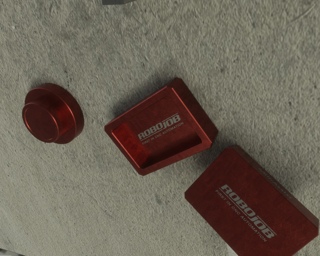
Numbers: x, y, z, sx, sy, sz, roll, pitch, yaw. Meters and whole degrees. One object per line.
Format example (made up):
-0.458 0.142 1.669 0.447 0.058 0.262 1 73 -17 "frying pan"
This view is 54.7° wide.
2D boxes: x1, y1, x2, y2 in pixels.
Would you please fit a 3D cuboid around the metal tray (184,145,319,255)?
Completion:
0.104 0.095 0.367 0.130 0.030 0.090 45 112 18 "metal tray"

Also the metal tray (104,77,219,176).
-0.002 0.004 0.406 0.130 0.030 0.090 -29 103 37 "metal tray"

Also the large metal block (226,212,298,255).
0.138 0.156 0.415 0.080 0.050 0.080 -1 118 28 "large metal block"

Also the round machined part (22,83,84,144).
-0.170 -0.016 0.476 0.098 0.042 0.097 13 124 21 "round machined part"

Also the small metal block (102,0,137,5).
-0.038 -0.156 0.315 0.025 0.050 0.050 8 122 24 "small metal block"
